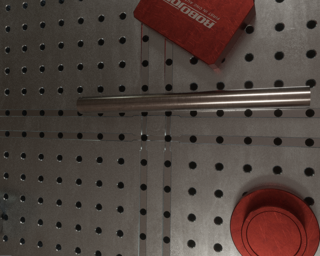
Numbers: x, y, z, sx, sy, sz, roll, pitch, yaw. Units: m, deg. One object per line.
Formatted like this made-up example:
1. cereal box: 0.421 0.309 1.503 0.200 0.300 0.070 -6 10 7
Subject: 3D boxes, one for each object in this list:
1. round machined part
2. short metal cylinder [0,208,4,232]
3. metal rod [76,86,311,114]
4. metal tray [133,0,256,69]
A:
1. round machined part: 0.131 0.119 0.357 0.098 0.042 0.097 0 90 19
2. short metal cylinder: -0.298 0.153 0.486 0.050 0.080 0.079 12 94 19
3. metal rod: 0.028 -0.034 0.402 0.301 0.025 0.025 -1 90 19
4. metal tray: 0.042 -0.147 0.395 0.130 0.030 0.090 37 101 16
